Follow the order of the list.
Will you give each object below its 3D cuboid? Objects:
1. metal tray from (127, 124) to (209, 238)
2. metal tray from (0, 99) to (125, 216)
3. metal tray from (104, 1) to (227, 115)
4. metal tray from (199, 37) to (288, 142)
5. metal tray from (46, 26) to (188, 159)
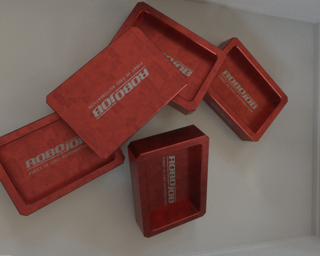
[{"bbox_3d":[0.013,0.067,0.383,0.091,0.030,0.129,-15,122,-20],"label":"metal tray"},{"bbox_3d":[-0.119,0.030,0.364,0.131,0.030,0.090,-28,100,-18],"label":"metal tray"},{"bbox_3d":[0.006,-0.087,0.392,0.130,0.030,0.090,31,79,-2],"label":"metal tray"},{"bbox_3d":[0.117,-0.054,0.452,0.130,0.030,0.090,44,76,-15],"label":"metal tray"},{"bbox_3d":[-0.046,-0.039,0.347,0.130,0.030,0.090,-43,90,-12],"label":"metal tray"}]
